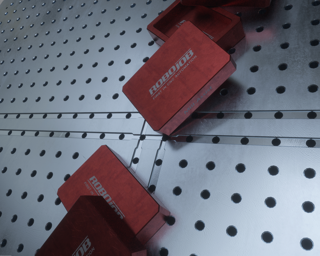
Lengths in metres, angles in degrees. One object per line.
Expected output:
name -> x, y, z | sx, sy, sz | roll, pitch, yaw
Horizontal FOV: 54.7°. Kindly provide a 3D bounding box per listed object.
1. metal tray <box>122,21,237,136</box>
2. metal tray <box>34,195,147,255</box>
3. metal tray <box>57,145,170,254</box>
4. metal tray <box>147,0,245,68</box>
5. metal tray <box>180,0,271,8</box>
metal tray -> 0.022, -0.065, 0.408 | 0.130, 0.030, 0.090 | -45, 61, 10
metal tray -> -0.086, 0.149, 0.330 | 0.090, 0.030, 0.130 | 42, 98, 29
metal tray -> -0.061, 0.091, 0.380 | 0.090, 0.030, 0.130 | -46, 51, -4
metal tray -> 0.050, -0.147, 0.467 | 0.090, 0.030, 0.130 | -42, 51, -2
metal tray -> 0.103, -0.218, 0.458 | 0.130, 0.030, 0.090 | 11, 54, 23
